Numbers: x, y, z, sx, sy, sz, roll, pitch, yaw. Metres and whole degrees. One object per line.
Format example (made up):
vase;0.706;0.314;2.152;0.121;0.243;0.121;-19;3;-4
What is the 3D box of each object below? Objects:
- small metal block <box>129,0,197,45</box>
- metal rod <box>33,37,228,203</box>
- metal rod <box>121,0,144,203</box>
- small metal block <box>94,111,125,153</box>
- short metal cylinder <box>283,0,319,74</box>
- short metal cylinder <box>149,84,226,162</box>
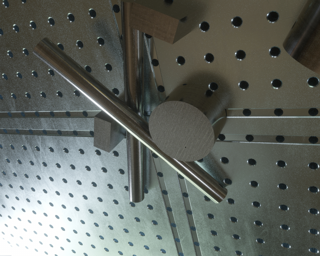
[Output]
small metal block;0.004;-0.114;0.322;0.050;0.050;0.025;26;128;12
metal rod;-0.029;-0.002;0.395;0.300;0.025;0.025;40;130;-12
metal rod;-0.034;-0.014;0.420;0.025;0.025;0.298;15;125;20
small metal block;-0.066;-0.003;0.429;0.025;0.050;0.050;21;126;16
short metal cylinder;0.150;-0.075;0.250;0.080;0.080;0.050;28;128;10
short metal cylinder;0.034;-0.007;0.373;0.080;0.050;0.079;13;124;21
